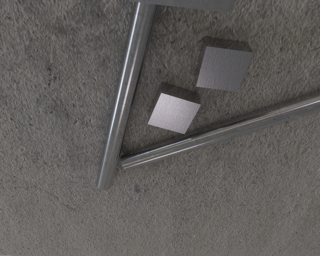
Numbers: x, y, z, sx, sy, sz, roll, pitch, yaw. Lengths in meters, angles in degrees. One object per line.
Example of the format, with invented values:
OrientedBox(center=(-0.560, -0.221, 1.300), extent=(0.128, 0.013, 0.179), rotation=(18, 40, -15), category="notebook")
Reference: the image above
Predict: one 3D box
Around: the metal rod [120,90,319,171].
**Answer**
OrientedBox(center=(0.087, 0.004, 0.411), extent=(0.301, 0.025, 0.025), rotation=(-19, 128, 15), category="metal rod")

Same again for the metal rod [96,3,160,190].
OrientedBox(center=(-0.047, -0.023, 0.386), extent=(0.025, 0.025, 0.298), rotation=(12, 129, -10), category="metal rod")

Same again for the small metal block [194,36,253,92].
OrientedBox(center=(0.069, -0.071, 0.348), extent=(0.050, 0.025, 0.050), rotation=(6, 130, -6), category="small metal block")

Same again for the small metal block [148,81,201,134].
OrientedBox(center=(0.017, -0.024, 0.387), extent=(0.050, 0.025, 0.050), rotation=(15, 129, -13), category="small metal block")

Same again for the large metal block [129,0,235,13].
OrientedBox(center=(0.019, -0.138, 0.254), extent=(0.081, 0.080, 0.050), rotation=(5, 130, -4), category="large metal block")
